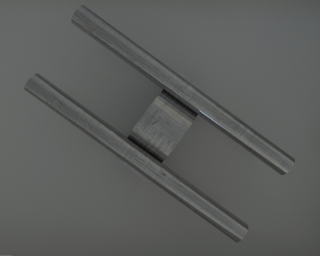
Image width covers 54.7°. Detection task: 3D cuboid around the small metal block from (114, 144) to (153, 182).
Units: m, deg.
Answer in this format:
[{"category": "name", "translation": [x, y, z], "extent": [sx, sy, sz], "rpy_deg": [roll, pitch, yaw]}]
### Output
[{"category": "small metal block", "translation": [-0.028, 0.040, 0.397], "extent": [0.050, 0.050, 0.025], "rpy_deg": [37, 90, -1]}]

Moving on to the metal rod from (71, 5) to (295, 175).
[{"category": "metal rod", "translation": [0.027, -0.043, 0.360], "extent": [0.301, 0.025, 0.025], "rpy_deg": [36, 90, -1]}]

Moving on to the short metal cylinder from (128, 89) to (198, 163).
[{"category": "short metal cylinder", "translation": [0.003, -0.003, 0.382], "extent": [0.050, 0.080, 0.080], "rpy_deg": [37, 90, -1]}]

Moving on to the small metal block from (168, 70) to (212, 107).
[{"category": "small metal block", "translation": [0.035, -0.045, 0.397], "extent": [0.050, 0.050, 0.025], "rpy_deg": [37, 90, -1]}]

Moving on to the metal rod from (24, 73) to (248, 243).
[{"category": "metal rod", "translation": [-0.027, 0.035, 0.361], "extent": [0.301, 0.025, 0.025], "rpy_deg": [36, 90, 0]}]
